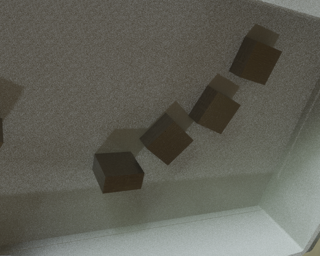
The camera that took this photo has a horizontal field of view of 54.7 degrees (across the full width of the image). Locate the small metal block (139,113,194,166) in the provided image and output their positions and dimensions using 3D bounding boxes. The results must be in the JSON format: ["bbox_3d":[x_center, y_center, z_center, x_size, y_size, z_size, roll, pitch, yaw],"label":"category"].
[{"bbox_3d":[0.009,0.016,0.423,0.050,0.025,0.050,-45,129,3],"label":"small metal block"}]

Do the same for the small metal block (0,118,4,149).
[{"bbox_3d":[-0.182,0.003,0.295,0.050,0.050,0.025,26,104,-37],"label":"small metal block"}]

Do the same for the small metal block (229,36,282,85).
[{"bbox_3d":[0.130,-0.091,0.423,0.050,0.025,0.050,9,114,-32],"label":"small metal block"}]

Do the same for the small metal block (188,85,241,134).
[{"bbox_3d":[0.077,-0.025,0.435,0.050,0.025,0.050,22,107,-36],"label":"small metal block"}]

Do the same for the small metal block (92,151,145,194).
[{"bbox_3d":[-0.054,0.055,0.397,0.050,0.050,0.025,-1,119,-28],"label":"small metal block"}]
